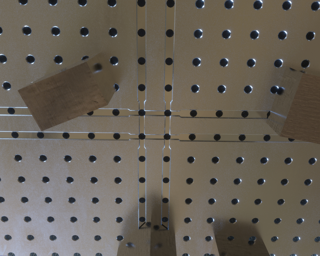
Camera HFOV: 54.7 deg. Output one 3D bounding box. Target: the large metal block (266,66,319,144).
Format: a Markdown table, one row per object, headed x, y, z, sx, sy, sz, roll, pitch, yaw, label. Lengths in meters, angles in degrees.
| x | y | z | sx | sy | sz | roll | pitch | yaw | label |
| --- | --- | --- | --- | --- | --- | --- | --- | --- | --- |
| 0.194 | -0.027 | 0.393 | 0.081 | 0.050 | 0.079 | 11 | 110 | -5 | large metal block |

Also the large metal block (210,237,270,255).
| x | y | z | sx | sy | sz | roll | pitch | yaw | label |
| --- | --- | --- | --- | --- | --- | --- | --- | --- | --- |
| 0.121 | 0.224 | 0.484 | 0.081 | 0.050 | 0.079 | 8 | 110 | -3 | large metal block |

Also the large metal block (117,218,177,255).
| x | y | z | sx | sy | sz | roll | pitch | yaw | label |
| --- | --- | --- | --- | --- | --- | --- | --- | --- | --- |
| -0.022 | 0.195 | 0.456 | 0.050 | 0.080 | 0.080 | 40 | 105 | -14 | large metal block |

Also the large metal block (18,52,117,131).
| x | y | z | sx | sy | sz | roll | pitch | yaw | label |
| --- | --- | --- | --- | --- | --- | --- | --- | --- | --- |
| -0.103 | -0.046 | 0.366 | 0.080 | 0.080 | 0.050 | -21 | 109 | 7 | large metal block |
